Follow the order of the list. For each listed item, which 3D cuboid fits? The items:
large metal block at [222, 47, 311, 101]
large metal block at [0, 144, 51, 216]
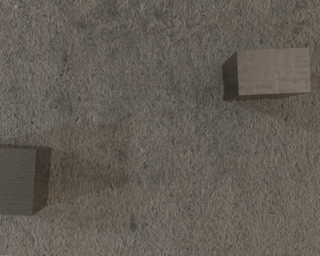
[{"bbox_3d":[0.127,-0.063,0.383,0.081,0.080,0.050,-3,90,0],"label":"large metal block"},{"bbox_3d":[-0.191,0.063,0.396,0.081,0.050,0.080,4,90,0],"label":"large metal block"}]
